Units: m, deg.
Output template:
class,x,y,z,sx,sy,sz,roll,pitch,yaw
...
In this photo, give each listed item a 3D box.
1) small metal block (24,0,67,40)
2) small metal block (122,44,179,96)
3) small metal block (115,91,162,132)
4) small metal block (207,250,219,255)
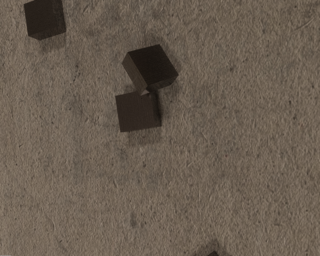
class,x,y,z,sx,sy,sz,roll,pitch,yaw
small metal block,-0.174,-0.166,0.469,0.050,0.025,0.050,-10,87,19
small metal block,-0.013,-0.075,0.397,0.050,0.050,0.025,60,147,10
small metal block,-0.029,-0.023,0.418,0.050,0.025,0.050,-10,87,19
small metal block,0.063,0.192,0.386,0.050,0.025,0.050,-42,77,15
